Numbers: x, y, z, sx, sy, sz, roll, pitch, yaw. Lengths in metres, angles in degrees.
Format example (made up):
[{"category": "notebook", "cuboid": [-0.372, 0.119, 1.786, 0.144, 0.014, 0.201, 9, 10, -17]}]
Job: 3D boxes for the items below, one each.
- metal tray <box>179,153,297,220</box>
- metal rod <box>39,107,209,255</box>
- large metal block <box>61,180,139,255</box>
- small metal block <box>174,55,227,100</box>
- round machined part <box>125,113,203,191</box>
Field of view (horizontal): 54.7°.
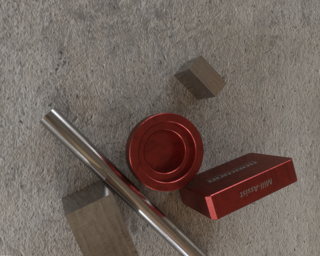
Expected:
[{"category": "metal tray", "cuboid": [0.100, 0.071, 0.411, 0.131, 0.090, 0.030, -19, 97, -19]}, {"category": "metal rod", "cuboid": [-0.032, 0.090, 0.397, 0.025, 0.025, 0.300, -47, 105, -14]}, {"category": "large metal block", "cuboid": [-0.070, 0.113, 0.354, 0.050, 0.080, 0.080, -24, 98, -18]}, {"category": "small metal block", "cuboid": [0.053, -0.066, 0.415, 0.050, 0.050, 0.025, 44, 77, -15]}, {"category": "round machined part", "cuboid": [0.003, 0.030, 0.401, 0.099, 0.042, 0.097, 0, 90, -20]}]
